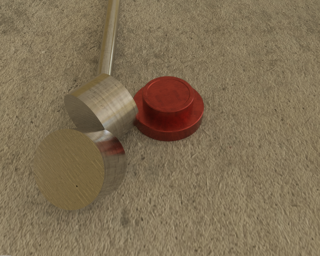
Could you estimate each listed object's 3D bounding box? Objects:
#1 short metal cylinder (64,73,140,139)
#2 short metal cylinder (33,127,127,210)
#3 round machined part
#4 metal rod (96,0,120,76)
[{"bbox_3d":[-0.072,-0.020,0.384,0.080,0.080,0.050,34,58,25],"label":"short metal cylinder"},{"bbox_3d":[-0.082,0.040,0.325,0.080,0.050,0.079,1,92,18],"label":"short metal cylinder"},{"bbox_3d":[0.011,-0.033,0.420,0.099,0.042,0.098,0,50,0],"label":"round machined part"},{"bbox_3d":[-0.087,-0.164,0.540,0.025,0.025,0.300,-1,50,-1],"label":"metal rod"}]
